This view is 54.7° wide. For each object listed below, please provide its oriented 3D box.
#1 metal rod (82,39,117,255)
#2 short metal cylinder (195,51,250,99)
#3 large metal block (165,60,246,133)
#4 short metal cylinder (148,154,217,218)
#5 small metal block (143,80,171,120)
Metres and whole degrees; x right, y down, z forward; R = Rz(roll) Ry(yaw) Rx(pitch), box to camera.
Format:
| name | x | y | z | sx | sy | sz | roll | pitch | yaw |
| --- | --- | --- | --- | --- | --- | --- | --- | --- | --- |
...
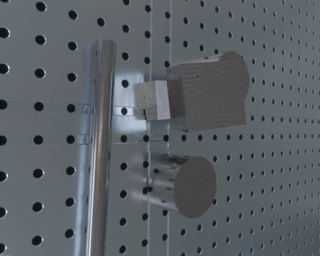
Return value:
| name | x | y | z | sx | sy | sz | roll | pitch | yaw |
| --- | --- | --- | --- | --- | --- | --- | --- | --- | --- |
| metal rod | -0.070 | 0.051 | 0.351 | 0.025 | 0.025 | 0.298 | 5 | 87 | -40 |
| short metal cylinder | 0.091 | -0.072 | 0.470 | 0.081 | 0.050 | 0.079 | 0 | 90 | -40 |
| large metal block | 0.057 | -0.041 | 0.393 | 0.081 | 0.050 | 0.079 | -8 | 96 | -19 |
| short metal cylinder | 0.031 | 0.076 | 0.420 | 0.081 | 0.050 | 0.079 | 0 | 90 | -40 |
| small metal block | 0.007 | -0.037 | 0.415 | 0.050 | 0.025 | 0.050 | -7 | 95 | -40 |
